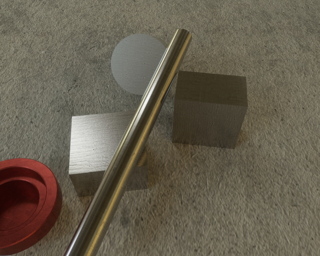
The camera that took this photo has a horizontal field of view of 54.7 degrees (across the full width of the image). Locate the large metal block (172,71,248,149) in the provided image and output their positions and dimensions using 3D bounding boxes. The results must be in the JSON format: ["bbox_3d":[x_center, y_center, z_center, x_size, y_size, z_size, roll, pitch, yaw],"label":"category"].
[{"bbox_3d":[0.059,-0.021,0.386,0.080,0.080,0.050,6,51,4],"label":"large metal block"}]

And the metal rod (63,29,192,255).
[{"bbox_3d":[-0.021,-0.001,0.330,0.025,0.025,0.300,16,59,12],"label":"metal rod"}]

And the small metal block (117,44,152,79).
[{"bbox_3d":[-0.041,-0.106,0.492,0.050,0.025,0.050,-7,50,-6],"label":"small metal block"}]

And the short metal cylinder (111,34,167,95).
[{"bbox_3d":[-0.022,-0.089,0.433,0.080,0.079,0.050,9,15,7],"label":"short metal cylinder"}]

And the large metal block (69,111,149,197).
[{"bbox_3d":[-0.058,0.029,0.362,0.081,0.050,0.080,-6,50,-6],"label":"large metal block"}]

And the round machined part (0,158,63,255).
[{"bbox_3d":[-0.151,0.083,0.320,0.099,0.042,0.098,0,50,0],"label":"round machined part"}]
